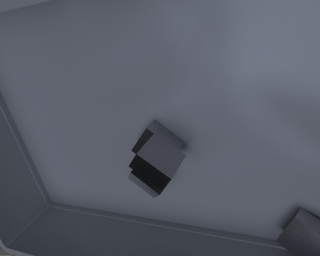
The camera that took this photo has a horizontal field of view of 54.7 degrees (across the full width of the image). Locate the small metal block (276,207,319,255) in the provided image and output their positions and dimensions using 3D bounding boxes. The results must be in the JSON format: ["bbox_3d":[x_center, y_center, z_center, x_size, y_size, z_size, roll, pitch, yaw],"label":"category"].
[{"bbox_3d":[0.184,0.137,0.388,0.050,0.025,0.050,36,128,23],"label":"small metal block"}]

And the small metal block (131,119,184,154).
[{"bbox_3d":[-0.004,0.025,0.425,0.050,0.025,0.050,37,129,2],"label":"small metal block"}]

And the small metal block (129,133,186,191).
[{"bbox_3d":[-0.002,0.041,0.386,0.050,0.050,0.025,36,129,4],"label":"small metal block"}]

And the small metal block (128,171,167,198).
[{"bbox_3d":[-0.017,0.074,0.448,0.050,0.025,0.050,37,160,2],"label":"small metal block"}]
